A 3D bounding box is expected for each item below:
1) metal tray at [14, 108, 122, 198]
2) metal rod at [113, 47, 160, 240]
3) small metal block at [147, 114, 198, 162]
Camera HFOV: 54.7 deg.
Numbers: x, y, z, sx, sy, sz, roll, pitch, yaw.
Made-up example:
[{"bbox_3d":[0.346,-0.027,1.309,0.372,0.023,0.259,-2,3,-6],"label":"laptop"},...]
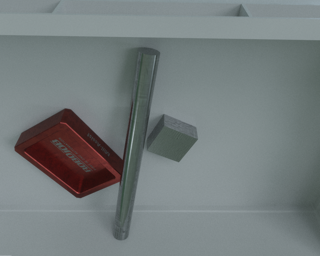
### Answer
[{"bbox_3d":[-0.122,0.041,0.439,0.090,0.030,0.130,-26,126,20],"label":"metal tray"},{"bbox_3d":[-0.037,0.042,0.414,0.025,0.025,0.298,7,121,-7],"label":"metal rod"},{"bbox_3d":[0.016,0.015,0.422,0.050,0.025,0.050,22,127,-18],"label":"small metal block"}]
